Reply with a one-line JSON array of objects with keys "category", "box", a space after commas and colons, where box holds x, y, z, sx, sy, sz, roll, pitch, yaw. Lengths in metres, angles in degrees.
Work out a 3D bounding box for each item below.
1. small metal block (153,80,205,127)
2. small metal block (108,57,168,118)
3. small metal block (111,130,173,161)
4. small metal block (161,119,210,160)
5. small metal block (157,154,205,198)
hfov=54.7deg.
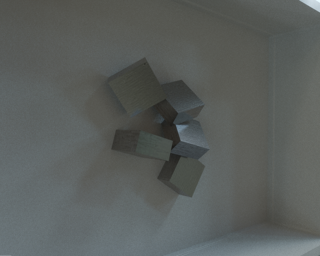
[{"category": "small metal block", "box": [0.022, -0.034, 0.409, 0.050, 0.025, 0.050, -20, 60, -39]}, {"category": "small metal block", "box": [-0.026, -0.048, 0.369, 0.050, 0.025, 0.050, -29, 114, 5]}, {"category": "small metal block", "box": [-0.022, 0.021, 0.374, 0.050, 0.050, 0.025, 20, 78, -39]}, {"category": "small metal block", "box": [0.034, 0.011, 0.417, 0.050, 0.025, 0.050, 17, 41, -33]}, {"category": "small metal block", "box": [0.031, 0.062, 0.435, 0.050, 0.025, 0.050, 41, 65, -33]}]
